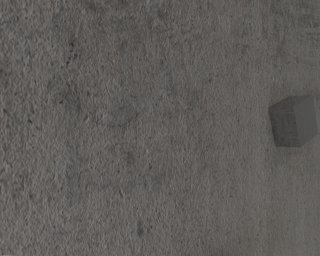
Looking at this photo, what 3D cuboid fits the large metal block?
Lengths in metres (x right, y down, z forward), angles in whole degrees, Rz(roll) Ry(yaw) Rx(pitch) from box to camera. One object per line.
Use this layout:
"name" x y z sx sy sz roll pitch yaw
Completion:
"large metal block" 0.263 -0.014 0.609 0.081 0.050 0.080 -25 106 -37
